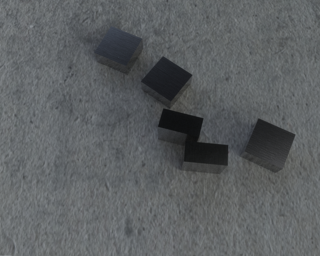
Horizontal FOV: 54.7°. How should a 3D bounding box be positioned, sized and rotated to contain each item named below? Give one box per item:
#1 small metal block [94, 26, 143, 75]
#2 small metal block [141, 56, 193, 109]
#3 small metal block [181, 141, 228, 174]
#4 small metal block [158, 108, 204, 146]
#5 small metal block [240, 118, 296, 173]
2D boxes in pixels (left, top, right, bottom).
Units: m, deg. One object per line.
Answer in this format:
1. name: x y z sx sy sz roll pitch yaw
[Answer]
1. small metal block: -0.059 -0.112 0.448 0.050 0.025 0.050 24 72 8
2. small metal block: 0.009 -0.063 0.431 0.050 0.025 0.050 35 73 11
3. small metal block: 0.054 0.038 0.382 0.050 0.050 0.025 5 70 1
4. small metal block: 0.025 0.002 0.395 0.050 0.050 0.025 14 71 5
5. small metal block: 0.139 0.023 0.401 0.050 0.025 0.050 25 72 8
